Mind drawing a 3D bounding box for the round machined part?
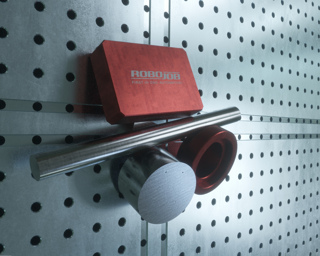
[{"bbox_3d":[0.062,0.041,0.437,0.099,0.042,0.097,-23,127,-34],"label":"round machined part"}]

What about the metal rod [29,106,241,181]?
[{"bbox_3d":[0.000,0.008,0.377,0.302,0.025,0.025,-14,99,-39],"label":"metal rod"}]

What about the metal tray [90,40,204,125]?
[{"bbox_3d":[-0.012,-0.055,0.379,0.131,0.030,0.090,-7,76,-41],"label":"metal tray"}]

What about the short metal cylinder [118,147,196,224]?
[{"bbox_3d":[-0.003,0.068,0.377,0.081,0.050,0.079,-14,116,-30],"label":"short metal cylinder"}]

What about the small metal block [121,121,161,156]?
[{"bbox_3d":[-0.025,0.015,0.401,0.050,0.025,0.050,23,76,-38],"label":"small metal block"}]
